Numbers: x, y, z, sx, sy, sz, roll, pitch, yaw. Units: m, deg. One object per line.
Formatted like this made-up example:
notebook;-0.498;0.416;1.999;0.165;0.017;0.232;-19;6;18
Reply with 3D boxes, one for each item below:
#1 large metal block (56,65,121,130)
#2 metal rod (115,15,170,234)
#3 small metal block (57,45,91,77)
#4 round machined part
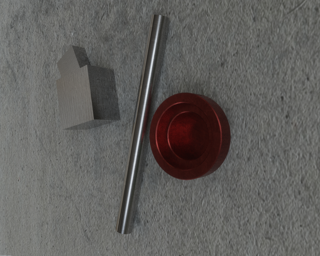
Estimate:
large metal block;-0.112;-0.044;0.478;0.080;0.050;0.080;-14;81;39
metal rod;-0.026;0.001;0.423;0.025;0.025;0.298;17;100;38
small metal block;-0.143;-0.101;0.520;0.050;0.025;0.050;-35;68;34
round machined part;0.038;0.009;0.361;0.098;0.042;0.097;0;90;39
